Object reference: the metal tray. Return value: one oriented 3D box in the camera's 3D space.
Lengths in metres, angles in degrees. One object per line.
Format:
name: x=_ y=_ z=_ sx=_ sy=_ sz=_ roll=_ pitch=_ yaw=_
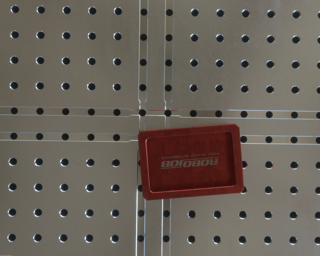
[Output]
metal tray: x=0.040 y=0.044 z=0.411 sx=0.131 sy=0.030 sz=0.089 roll=-5 pitch=90 yaw=-1
